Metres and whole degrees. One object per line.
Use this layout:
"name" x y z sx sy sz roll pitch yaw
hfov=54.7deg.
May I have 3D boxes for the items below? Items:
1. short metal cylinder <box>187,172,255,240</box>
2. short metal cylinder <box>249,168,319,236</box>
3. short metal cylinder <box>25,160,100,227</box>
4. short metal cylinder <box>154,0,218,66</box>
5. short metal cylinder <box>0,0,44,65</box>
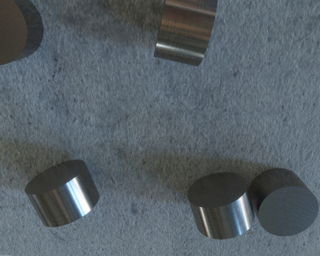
"short metal cylinder" 0.083 0.103 0.420 0.080 0.080 0.050 -16 110 5
"short metal cylinder" 0.172 0.104 0.437 0.081 0.050 0.079 0 110 -1
"short metal cylinder" -0.128 0.084 0.410 0.080 0.080 0.050 -17 110 6
"short metal cylinder" 0.026 -0.112 0.339 0.050 0.080 0.079 12 110 -5
"short metal cylinder" -0.182 -0.115 0.352 0.081 0.050 0.079 0 110 -1
